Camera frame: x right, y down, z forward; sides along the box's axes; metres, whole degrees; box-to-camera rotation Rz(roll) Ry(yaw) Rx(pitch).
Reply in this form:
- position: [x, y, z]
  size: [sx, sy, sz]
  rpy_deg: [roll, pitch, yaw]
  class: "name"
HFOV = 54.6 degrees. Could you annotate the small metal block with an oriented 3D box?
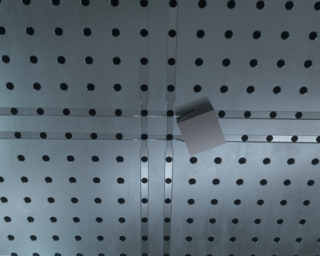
- position: [0.055, 0.003, 0.415]
  size: [0.050, 0.025, 0.050]
  rpy_deg: [-21, 109, 7]
  class: "small metal block"
